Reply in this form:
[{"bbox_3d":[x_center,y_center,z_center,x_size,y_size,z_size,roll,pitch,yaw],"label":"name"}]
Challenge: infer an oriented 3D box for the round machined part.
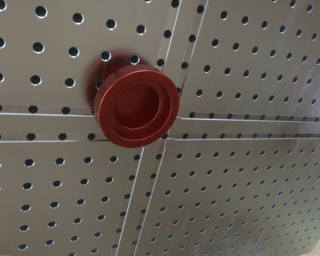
[{"bbox_3d":[-0.030,-0.028,0.366,0.099,0.042,0.097,-14,124,-21],"label":"round machined part"}]
